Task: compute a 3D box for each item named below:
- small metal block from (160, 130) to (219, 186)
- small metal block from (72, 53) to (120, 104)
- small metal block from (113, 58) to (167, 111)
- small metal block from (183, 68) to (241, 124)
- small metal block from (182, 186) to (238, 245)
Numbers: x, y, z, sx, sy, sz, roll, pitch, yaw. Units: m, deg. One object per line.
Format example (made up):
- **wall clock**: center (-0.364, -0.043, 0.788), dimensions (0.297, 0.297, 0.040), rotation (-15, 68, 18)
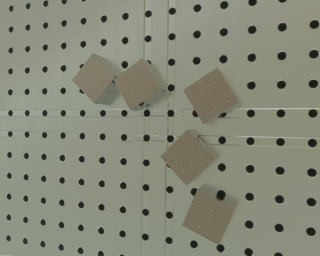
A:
- **small metal block**: center (0.038, 0.037, 0.400), dimensions (0.050, 0.025, 0.050), rotation (-46, 76, 14)
- **small metal block**: center (-0.089, -0.070, 0.445), dimensions (0.050, 0.025, 0.050), rotation (45, 104, 14)
- **small metal block**: center (-0.027, -0.058, 0.423), dimensions (0.050, 0.025, 0.050), rotation (-33, 80, 17)
- **small metal block**: center (0.066, -0.039, 0.390), dimensions (0.050, 0.025, 0.050), rotation (-32, 80, 17)
- **small metal block**: center (0.063, 0.109, 0.391), dimensions (0.050, 0.025, 0.050), rotation (24, 98, 18)
